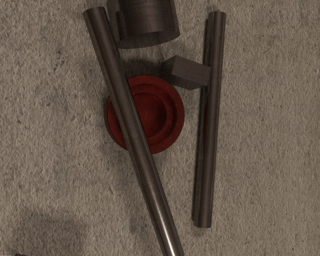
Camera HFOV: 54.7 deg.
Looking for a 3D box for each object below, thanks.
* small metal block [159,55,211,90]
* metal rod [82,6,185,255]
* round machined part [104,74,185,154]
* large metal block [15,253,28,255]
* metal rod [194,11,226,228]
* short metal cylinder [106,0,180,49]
[{"bbox_3d":[0.031,-0.071,0.408,0.050,0.050,0.025,15,85,-20],"label":"small metal block"},{"bbox_3d":[-0.027,0.014,0.355,0.025,0.025,0.298,-20,97,-19],"label":"metal rod"},{"bbox_3d":[-0.022,-0.016,0.393,0.099,0.042,0.097,0,90,-21],"label":"round machined part"},{"bbox_3d":[-0.127,0.183,0.334,0.080,0.080,0.050,21,83,-19],"label":"large metal block"},{"bbox_3d":[0.070,-0.012,0.436,0.025,0.025,0.298,5,88,-20],"label":"metal rod"},{"bbox_3d":[-0.020,-0.130,0.373,0.081,0.080,0.050,-12,95,-20],"label":"short metal cylinder"}]
